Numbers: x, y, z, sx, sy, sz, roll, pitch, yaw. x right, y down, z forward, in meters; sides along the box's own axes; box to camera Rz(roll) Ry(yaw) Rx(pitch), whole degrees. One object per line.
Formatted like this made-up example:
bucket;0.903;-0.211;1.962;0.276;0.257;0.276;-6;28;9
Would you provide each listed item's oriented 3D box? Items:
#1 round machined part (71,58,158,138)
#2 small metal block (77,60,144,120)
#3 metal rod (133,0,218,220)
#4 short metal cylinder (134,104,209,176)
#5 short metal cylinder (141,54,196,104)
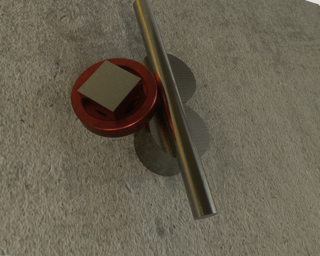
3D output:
round machined part;-0.051;-0.032;0.370;0.099;0.042;0.098;-2;63;3
small metal block;-0.055;-0.042;0.349;0.050;0.025;0.050;30;69;18
metal rod;0.010;-0.042;0.373;0.025;0.025;0.299;-1;62;-29
short metal cylinder;0.014;0.014;0.388;0.081;0.050;0.080;14;55;-20
short metal cylinder;0.002;-0.057;0.425;0.081;0.050;0.080;14;56;-21
